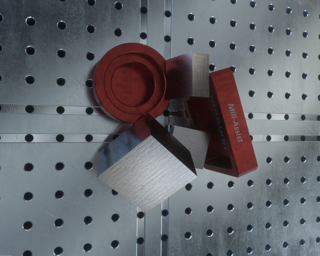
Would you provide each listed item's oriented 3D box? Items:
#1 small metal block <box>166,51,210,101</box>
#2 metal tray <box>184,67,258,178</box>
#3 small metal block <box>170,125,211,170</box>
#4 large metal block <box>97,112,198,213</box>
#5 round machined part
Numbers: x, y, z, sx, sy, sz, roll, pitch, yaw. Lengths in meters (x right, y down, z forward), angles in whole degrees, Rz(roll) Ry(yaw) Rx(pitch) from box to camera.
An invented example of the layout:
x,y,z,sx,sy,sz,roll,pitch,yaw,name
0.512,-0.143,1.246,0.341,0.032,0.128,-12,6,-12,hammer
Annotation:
x,y,z,sx,sy,sz,roll,pitch,yaw,name
0.032,-0.059,0.368,0.025,0.050,0.050,0,89,-35,small metal block
0.074,-0.006,0.407,0.030,0.090,0.129,-19,97,-19,metal tray
0.037,0.026,0.422,0.050,0.025,0.050,12,90,-9,small metal block
-0.016,0.042,0.370,0.080,0.050,0.080,-38,118,16,large metal block
-0.036,-0.054,0.391,0.099,0.042,0.097,0,90,-21,round machined part
